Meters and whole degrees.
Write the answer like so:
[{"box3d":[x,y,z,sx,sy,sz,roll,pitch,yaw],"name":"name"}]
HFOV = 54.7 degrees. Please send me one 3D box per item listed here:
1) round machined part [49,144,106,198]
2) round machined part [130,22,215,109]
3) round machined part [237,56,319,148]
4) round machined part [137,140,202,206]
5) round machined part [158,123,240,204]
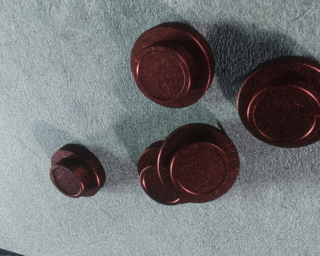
[{"box3d":[-0.145,0.078,0.521,0.098,0.042,0.097,13,124,21],"name":"round machined part"},{"box3d":[0.009,-0.065,0.351,0.098,0.042,0.097,13,124,21],"name":"round machined part"},{"box3d":[0.128,-0.020,0.316,0.098,0.042,0.097,13,124,21],"name":"round machined part"},{"box3d":[0.011,0.069,0.433,0.098,0.042,0.097,13,124,21],"name":"round machined part"},{"box3d":[0.047,0.045,0.371,0.099,0.042,0.097,0,101,0],"name":"round machined part"}]
